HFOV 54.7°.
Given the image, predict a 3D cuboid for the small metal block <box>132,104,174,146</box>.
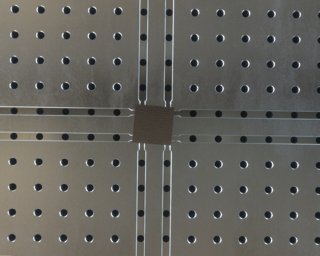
[{"bbox_3d":[-0.009,-0.004,0.413,0.050,0.025,0.050,5,90,-1],"label":"small metal block"}]
